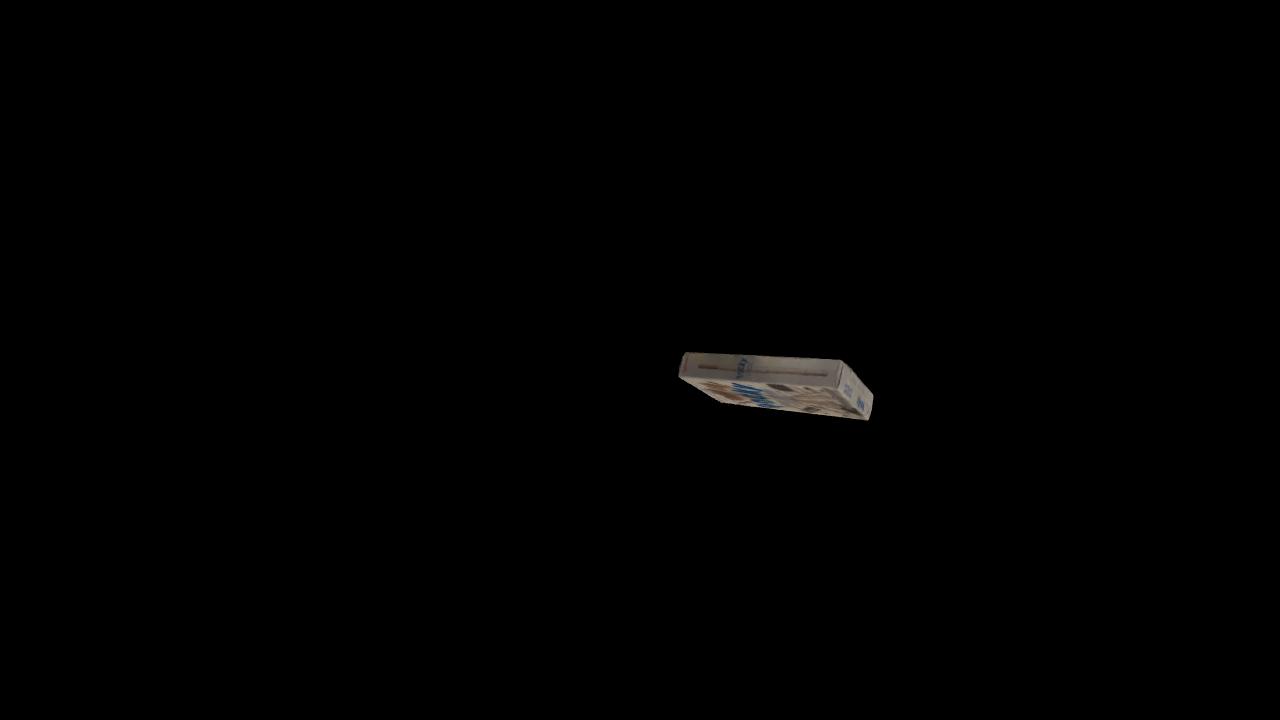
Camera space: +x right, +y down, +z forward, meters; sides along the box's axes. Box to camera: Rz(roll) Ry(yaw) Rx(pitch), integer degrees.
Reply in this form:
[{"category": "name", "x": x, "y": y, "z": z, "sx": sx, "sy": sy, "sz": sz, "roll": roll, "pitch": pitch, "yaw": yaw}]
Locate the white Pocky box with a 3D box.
[{"category": "white Pocky box", "x": 0.119, "y": 0.022, "z": 0.550, "sx": 0.154, "sy": 0.028, "sz": 0.084, "roll": 4, "pitch": -18, "yaw": 40}]
